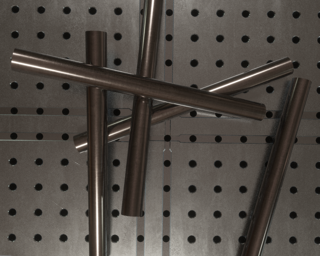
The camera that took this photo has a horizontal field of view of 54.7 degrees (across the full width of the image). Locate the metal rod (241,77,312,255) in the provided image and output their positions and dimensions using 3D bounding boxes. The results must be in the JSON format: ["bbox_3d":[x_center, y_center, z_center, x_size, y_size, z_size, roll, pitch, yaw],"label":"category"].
[{"bbox_3d":[0.149,0.079,0.415,0.025,0.025,0.298,16,90,-1],"label":"metal rod"}]

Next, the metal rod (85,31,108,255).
[{"bbox_3d":[-0.078,0.034,0.390,0.025,0.025,0.298,1,99,-1],"label":"metal rod"}]

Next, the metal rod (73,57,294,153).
[{"bbox_3d":[0.031,-0.031,0.413,0.301,0.025,0.025,-21,90,-1],"label":"metal rod"}]

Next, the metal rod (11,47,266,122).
[{"bbox_3d":[-0.010,-0.046,0.367,0.302,0.025,0.025,10,90,-16],"label":"metal rod"}]

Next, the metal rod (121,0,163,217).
[{"bbox_3d":[-0.020,-0.043,0.391,0.025,0.025,0.298,5,81,-1],"label":"metal rod"}]
